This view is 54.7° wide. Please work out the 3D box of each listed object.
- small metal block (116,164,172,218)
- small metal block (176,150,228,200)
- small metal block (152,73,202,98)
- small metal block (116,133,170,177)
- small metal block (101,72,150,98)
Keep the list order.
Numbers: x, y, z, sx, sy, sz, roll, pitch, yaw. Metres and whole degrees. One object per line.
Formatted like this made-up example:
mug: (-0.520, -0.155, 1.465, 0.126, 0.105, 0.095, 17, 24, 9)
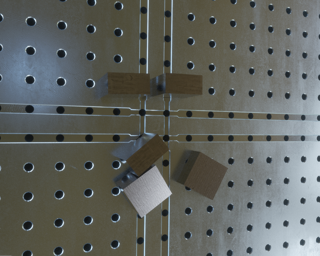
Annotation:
small metal block: (-0.020, 0.078, 0.401, 0.050, 0.025, 0.050, -35, 115, -17)
small metal block: (0.060, 0.066, 0.436, 0.050, 0.025, 0.050, 31, 80, -18)
small metal block: (0.022, -0.055, 0.408, 0.050, 0.050, 0.025, 0, 90, -20)
small metal block: (-0.023, 0.032, 0.392, 0.050, 0.050, 0.025, -40, 103, -16)
small metal block: (-0.044, -0.052, 0.384, 0.050, 0.050, 0.025, -2, 91, -20)
